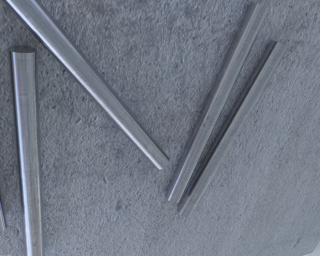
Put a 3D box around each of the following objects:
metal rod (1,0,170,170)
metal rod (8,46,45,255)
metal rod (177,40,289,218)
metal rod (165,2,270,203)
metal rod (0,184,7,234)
[{"bbox_3d":[-0.069,-0.043,0.342,0.025,0.025,0.300,-39,129,-2],"label":"metal rod"},{"bbox_3d":[-0.150,0.056,0.359,0.025,0.025,0.298,-5,121,-26],"label":"metal rod"},{"bbox_3d":[0.102,0.012,0.469,0.025,0.025,0.298,14,111,-34],"label":"metal rod"},{"bbox_3d":[0.071,-0.021,0.432,0.025,0.025,0.298,8,114,-32],"label":"metal rod"},{"bbox_3d":[-0.182,-0.010,0.301,0.025,0.025,0.298,-8,122,-25],"label":"metal rod"}]
